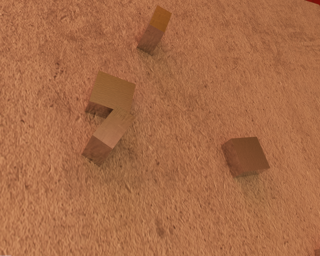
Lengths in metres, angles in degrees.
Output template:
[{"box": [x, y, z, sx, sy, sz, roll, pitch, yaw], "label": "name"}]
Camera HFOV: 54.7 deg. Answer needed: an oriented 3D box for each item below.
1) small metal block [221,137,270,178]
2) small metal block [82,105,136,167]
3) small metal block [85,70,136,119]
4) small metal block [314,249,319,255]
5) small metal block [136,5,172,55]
[{"box": [0.122, 0.041, 0.444, 0.050, 0.025, 0.050, -2, 63, -29], "label": "small metal block"}, {"box": [-0.058, 0.009, 0.350, 0.025, 0.050, 0.050, 36, 51, -5], "label": "small metal block"}, {"box": [-0.062, -0.039, 0.393, 0.050, 0.025, 0.050, 19, 54, -17], "label": "small metal block"}, {"box": [0.246, 0.178, 0.411, 0.050, 0.050, 0.025, 24, 53, -14], "label": "small metal block"}, {"box": [-0.009, -0.149, 0.474, 0.025, 0.050, 0.050, 26, 53, -13], "label": "small metal block"}]
